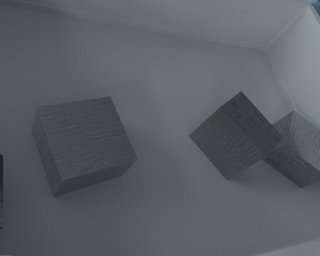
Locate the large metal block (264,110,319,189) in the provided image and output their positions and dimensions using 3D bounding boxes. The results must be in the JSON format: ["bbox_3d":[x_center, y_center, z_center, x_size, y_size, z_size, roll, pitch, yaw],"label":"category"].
[{"bbox_3d":[0.215,0.033,0.485,0.080,0.050,0.080,37,51,-4],"label":"large metal block"}]

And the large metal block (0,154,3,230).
[{"bbox_3d":[-0.169,0.044,0.230,0.080,0.050,0.080,45,10,-44],"label":"large metal block"}]

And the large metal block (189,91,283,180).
[{"bbox_3d":[0.099,0.012,0.416,0.050,0.080,0.080,-35,82,-38],"label":"large metal block"}]

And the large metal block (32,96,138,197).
[{"bbox_3d":[-0.083,0.018,0.334,0.081,0.050,0.080,-13,69,-34],"label":"large metal block"}]
